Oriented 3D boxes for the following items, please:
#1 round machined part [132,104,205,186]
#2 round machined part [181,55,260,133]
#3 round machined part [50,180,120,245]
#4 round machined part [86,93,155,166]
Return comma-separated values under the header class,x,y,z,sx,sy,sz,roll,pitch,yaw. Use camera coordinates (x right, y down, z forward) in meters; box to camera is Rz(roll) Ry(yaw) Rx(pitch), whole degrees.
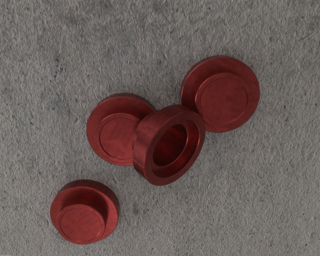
class,x,y,z,sx,sy,sz,roll,pitch,yaw
round machined part,0.006,0.017,0.370,0.099,0.042,0.097,-26,131,-33
round machined part,0.076,-0.039,0.387,0.099,0.042,0.097,0,110,0
round machined part,-0.110,0.127,0.447,0.099,0.042,0.097,0,110,0
round machined part,-0.047,0.007,0.403,0.099,0.042,0.097,0,110,0
